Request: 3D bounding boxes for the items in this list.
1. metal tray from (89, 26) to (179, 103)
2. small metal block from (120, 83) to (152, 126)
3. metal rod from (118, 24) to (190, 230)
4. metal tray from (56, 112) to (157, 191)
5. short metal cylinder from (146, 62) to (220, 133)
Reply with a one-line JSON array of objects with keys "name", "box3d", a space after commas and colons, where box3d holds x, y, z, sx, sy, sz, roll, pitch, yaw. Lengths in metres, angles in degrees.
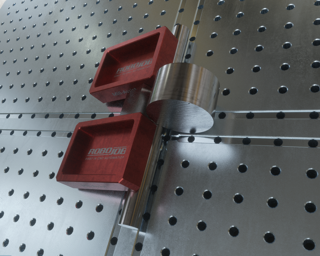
[{"name": "metal tray", "box3d": [-0.041, -0.091, 0.460, 0.130, 0.030, 0.090, -7, 58, 39]}, {"name": "small metal block", "box3d": [-0.031, -0.026, 0.422, 0.050, 0.025, 0.050, -23, 45, 54]}, {"name": "metal rod", "box3d": [-0.001, -0.019, 0.415, 0.025, 0.025, 0.300, 0, 62, 28]}, {"name": "metal tray", "box3d": [-0.072, 0.032, 0.401, 0.130, 0.030, 0.090, -7, 58, 39]}, {"name": "short metal cylinder", "box3d": [0.028, -0.034, 0.375, 0.080, 0.080, 0.050, 0, 62, 28]}]
